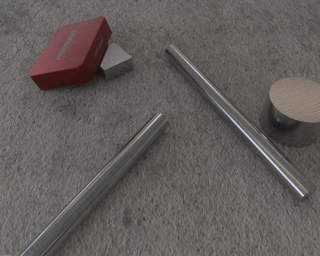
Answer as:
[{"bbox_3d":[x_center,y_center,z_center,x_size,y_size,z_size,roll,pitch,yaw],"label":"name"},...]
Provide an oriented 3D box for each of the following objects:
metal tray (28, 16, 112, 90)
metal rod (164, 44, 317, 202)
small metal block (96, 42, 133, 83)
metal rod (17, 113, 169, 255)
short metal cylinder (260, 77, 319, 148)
[{"bbox_3d":[-0.135,-0.118,0.481,0.090,0.030,0.130,-6,48,19],"label":"metal tray"},{"bbox_3d":[0.091,-0.027,0.425,0.025,0.025,0.300,-23,54,-18],"label":"metal rod"},{"bbox_3d":[-0.078,-0.104,0.490,0.050,0.025,0.050,-31,57,-24],"label":"small metal block"},{"bbox_3d":[-0.084,0.084,0.331,0.025,0.025,0.301,28,55,21],"label":"metal rod"},{"bbox_3d":[0.178,-0.021,0.406,0.081,0.050,0.080,0,50,0],"label":"short metal cylinder"}]
